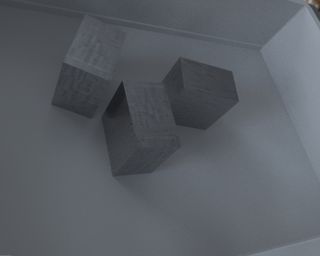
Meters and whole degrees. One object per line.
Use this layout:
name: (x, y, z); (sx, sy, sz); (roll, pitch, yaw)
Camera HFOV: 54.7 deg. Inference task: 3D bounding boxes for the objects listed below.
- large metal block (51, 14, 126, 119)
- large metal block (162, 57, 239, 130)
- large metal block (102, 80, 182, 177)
large metal block: (-0.085, -0.071, 0.369); (0.050, 0.080, 0.080); (21, 54, -16)
large metal block: (0.046, -0.043, 0.424); (0.081, 0.080, 0.050); (10, 58, -24)
large metal block: (-0.025, 0.002, 0.357); (0.050, 0.080, 0.080); (-1, 62, -29)
